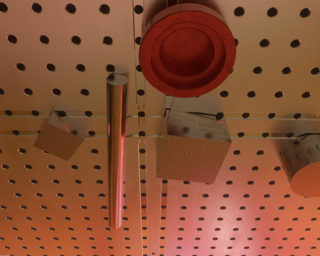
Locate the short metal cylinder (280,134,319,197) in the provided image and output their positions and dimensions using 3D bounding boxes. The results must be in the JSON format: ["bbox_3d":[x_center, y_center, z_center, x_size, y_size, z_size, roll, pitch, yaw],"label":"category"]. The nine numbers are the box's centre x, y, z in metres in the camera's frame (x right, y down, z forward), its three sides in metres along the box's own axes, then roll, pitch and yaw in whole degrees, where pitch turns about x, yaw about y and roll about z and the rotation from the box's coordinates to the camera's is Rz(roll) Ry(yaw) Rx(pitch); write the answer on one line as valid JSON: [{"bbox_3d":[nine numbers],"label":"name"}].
[{"bbox_3d":[0.221,0.055,0.446,0.081,0.050,0.079,0,130,0],"label":"short metal cylinder"}]

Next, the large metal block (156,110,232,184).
[{"bbox_3d":[0.041,0.027,0.419,0.081,0.050,0.079,7,130,-7],"label":"large metal block"}]

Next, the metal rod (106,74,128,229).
[{"bbox_3d":[-0.065,0.056,0.458,0.025,0.025,0.298,4,130,-4],"label":"metal rod"}]

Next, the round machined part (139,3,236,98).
[{"bbox_3d":[0.028,-0.084,0.330,0.099,0.042,0.097,-1,130,0],"label":"round machined part"}]

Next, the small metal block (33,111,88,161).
[{"bbox_3d":[-0.135,0.012,0.420,0.050,0.025,0.050,29,124,-23],"label":"small metal block"}]
